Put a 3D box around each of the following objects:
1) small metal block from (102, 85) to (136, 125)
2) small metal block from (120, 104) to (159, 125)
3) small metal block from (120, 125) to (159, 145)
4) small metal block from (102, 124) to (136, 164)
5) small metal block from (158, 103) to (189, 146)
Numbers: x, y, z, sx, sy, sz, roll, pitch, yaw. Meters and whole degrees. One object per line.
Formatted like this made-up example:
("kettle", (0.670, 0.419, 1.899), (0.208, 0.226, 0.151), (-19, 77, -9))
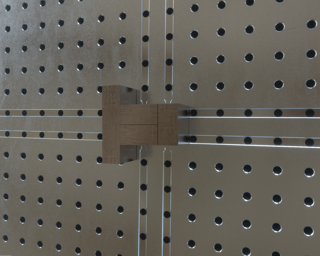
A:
("small metal block", (-0.054, -0.029, 0.416), (0.025, 0.050, 0.050), (0, 90, 20))
("small metal block", (-0.018, -0.017, 0.404), (0.050, 0.050, 0.025), (0, 90, 19))
("small metal block", (-0.018, 0.008, 0.404), (0.050, 0.050, 0.025), (0, 90, 19))
("small metal block", (-0.054, 0.020, 0.416), (0.025, 0.050, 0.050), (0, 90, 20))
("small metal block", (0.018, -0.004, 0.391), (0.025, 0.050, 0.050), (0, 90, 20))
